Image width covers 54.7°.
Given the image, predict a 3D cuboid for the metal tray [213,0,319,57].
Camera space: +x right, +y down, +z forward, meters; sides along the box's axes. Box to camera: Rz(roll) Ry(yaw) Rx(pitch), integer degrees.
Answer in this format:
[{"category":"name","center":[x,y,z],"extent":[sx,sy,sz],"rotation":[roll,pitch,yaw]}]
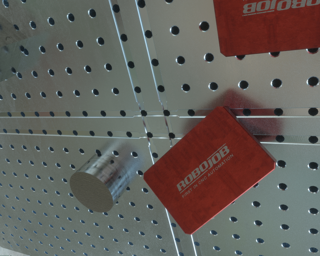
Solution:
[{"category":"metal tray","center":[0.115,-0.117,0.275],"extent":[0.130,0.030,0.089],"rotation":[0,119,28]}]

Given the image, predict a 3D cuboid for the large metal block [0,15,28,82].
[{"category":"large metal block","center":[-0.252,-0.122,0.453],"extent":[0.080,0.050,0.080],"rotation":[42,129,-1]}]

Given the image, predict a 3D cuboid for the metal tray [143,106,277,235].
[{"category":"metal tray","center":[0.055,0.049,0.361],"extent":[0.130,0.030,0.090],"rotation":[-44,74,16]}]

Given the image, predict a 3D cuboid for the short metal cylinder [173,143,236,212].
[{"category":"short metal cylinder","center":[0.057,0.061,0.403],"extent":[0.080,0.050,0.079],"rotation":[13,124,21]}]

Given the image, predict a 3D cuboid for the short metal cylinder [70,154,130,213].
[{"category":"short metal cylinder","center":[-0.097,0.089,0.501],"extent":[0.080,0.050,0.079],"rotation":[13,124,21]}]
